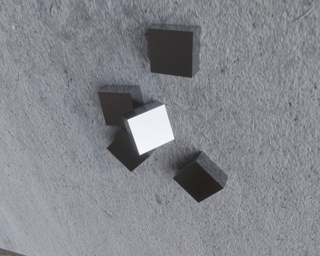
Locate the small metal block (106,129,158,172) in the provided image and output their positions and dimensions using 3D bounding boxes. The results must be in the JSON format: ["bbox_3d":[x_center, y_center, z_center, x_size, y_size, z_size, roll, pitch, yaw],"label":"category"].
[{"bbox_3d":[-0.041,0.028,0.446,0.050,0.025,0.050,44,129,-3],"label":"small metal block"}]

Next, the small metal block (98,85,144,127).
[{"bbox_3d":[-0.050,-0.029,0.415,0.050,0.025,0.050,5,121,25],"label":"small metal block"}]

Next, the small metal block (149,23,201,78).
[{"bbox_3d":[0.017,-0.087,0.345,0.050,0.025,0.050,12,124,22],"label":"small metal block"}]

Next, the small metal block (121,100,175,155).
[{"bbox_3d":[-0.015,-0.001,0.395,0.025,0.050,0.050,34,145,61],"label":"small metal block"}]

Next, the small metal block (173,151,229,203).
[{"bbox_3d":[0.055,0.067,0.420,0.050,0.025,0.050,44,129,-3],"label":"small metal block"}]
